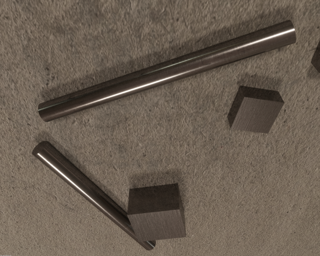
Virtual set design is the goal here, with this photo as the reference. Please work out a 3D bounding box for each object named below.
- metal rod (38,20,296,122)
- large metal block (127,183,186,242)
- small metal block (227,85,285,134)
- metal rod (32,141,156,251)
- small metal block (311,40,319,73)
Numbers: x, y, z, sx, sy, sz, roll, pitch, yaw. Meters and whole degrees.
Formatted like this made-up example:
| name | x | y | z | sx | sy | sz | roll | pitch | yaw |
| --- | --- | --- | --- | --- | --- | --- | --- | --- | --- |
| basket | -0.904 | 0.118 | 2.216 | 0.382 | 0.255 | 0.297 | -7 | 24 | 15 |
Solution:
| name | x | y | z | sx | sy | sz | roll | pitch | yaw |
| --- | --- | --- | --- | --- | --- | --- | --- | --- | --- |
| metal rod | -0.004 | -0.060 | 0.355 | 0.301 | 0.025 | 0.025 | -16 | 129 | 12 |
| large metal block | -0.003 | 0.140 | 0.511 | 0.080 | 0.050 | 0.080 | -8 | 130 | 6 |
| small metal block | 0.119 | -0.023 | 0.390 | 0.050 | 0.025 | 0.050 | 7 | 130 | -7 |
| metal rod | -0.093 | 0.126 | 0.513 | 0.025 | 0.025 | 0.300 | -24 | 127 | 18 |
| small metal block | 0.202 | -0.087 | 0.337 | 0.050 | 0.025 | 0.050 | 2 | 130 | -2 |
